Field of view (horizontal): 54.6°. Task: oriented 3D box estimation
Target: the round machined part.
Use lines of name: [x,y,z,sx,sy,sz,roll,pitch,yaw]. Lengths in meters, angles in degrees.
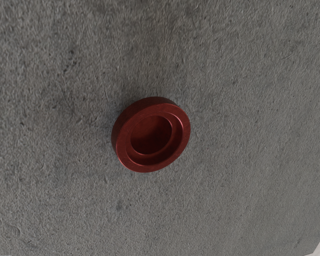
round machined part: [-0.014,0.005,0.390,0.099,0.042,0.097,-14,124,-21]
